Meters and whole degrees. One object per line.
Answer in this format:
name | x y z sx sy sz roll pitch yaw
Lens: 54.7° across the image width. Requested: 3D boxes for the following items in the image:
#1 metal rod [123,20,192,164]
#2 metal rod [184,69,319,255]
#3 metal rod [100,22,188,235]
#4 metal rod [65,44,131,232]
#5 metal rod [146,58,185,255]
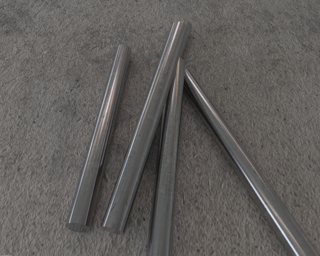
metal rod | 0.007 -0.071 0.462 0.025 0.025 0.300 12 51 9
metal rod | 0.091 0.028 0.380 0.025 0.025 0.300 -17 52 -14
metal rod | -0.009 -0.023 0.379 0.025 0.025 0.300 11 59 9
metal rod | -0.072 -0.012 0.412 0.025 0.025 0.300 4 50 3
metal rod | 0.010 0.026 0.366 0.025 0.025 0.300 4 54 3
